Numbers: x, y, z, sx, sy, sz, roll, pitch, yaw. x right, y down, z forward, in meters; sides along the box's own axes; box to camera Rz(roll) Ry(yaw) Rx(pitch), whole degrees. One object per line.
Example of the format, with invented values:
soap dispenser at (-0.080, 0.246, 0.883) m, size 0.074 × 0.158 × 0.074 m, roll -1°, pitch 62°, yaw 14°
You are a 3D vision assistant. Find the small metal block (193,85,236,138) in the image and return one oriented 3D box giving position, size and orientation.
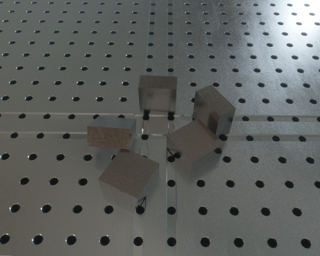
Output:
small metal block at (0.070, -0.020, 0.409) m, size 0.025 × 0.050 × 0.050 m, roll -25°, pitch 54°, yaw -19°

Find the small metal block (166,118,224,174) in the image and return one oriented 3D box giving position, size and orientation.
small metal block at (0.043, 0.022, 0.390) m, size 0.050 × 0.025 × 0.050 m, roll -28°, pitch 55°, yaw -21°

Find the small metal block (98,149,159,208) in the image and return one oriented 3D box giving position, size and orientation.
small metal block at (-0.035, 0.057, 0.360) m, size 0.050 × 0.025 × 0.050 m, roll 22°, pitch 53°, yaw 17°

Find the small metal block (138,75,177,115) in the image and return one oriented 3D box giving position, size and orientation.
small metal block at (-0.002, -0.045, 0.429) m, size 0.050 × 0.050 × 0.025 m, roll 3°, pitch 50°, yaw 2°

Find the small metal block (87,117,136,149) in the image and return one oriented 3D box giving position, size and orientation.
small metal block at (-0.059, 0.005, 0.388) m, size 0.050 × 0.025 × 0.050 m, roll 4°, pitch 16°, yaw 4°
